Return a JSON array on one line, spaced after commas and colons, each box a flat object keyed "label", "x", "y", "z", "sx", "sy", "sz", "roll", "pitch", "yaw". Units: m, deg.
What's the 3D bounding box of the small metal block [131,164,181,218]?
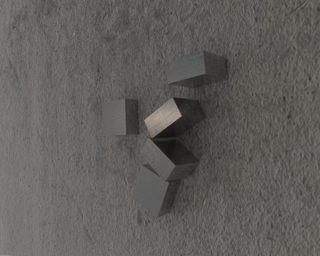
[{"label": "small metal block", "x": -0.006, "y": 0.081, "z": 0.410, "sx": 0.050, "sy": 0.025, "sz": 0.050, "roll": 28, "pitch": 107, "yaw": 36}]

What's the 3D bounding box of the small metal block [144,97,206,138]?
[{"label": "small metal block", "x": 0.018, "y": -0.011, "z": 0.373, "sx": 0.050, "sy": 0.050, "sz": 0.025, "roll": -37, "pitch": 67, "yaw": 34}]

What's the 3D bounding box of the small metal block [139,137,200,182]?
[{"label": "small metal block", "x": 0.012, "y": 0.036, "z": 0.379, "sx": 0.050, "sy": 0.050, "sz": 0.025, "roll": 45, "pitch": 117, "yaw": 31}]

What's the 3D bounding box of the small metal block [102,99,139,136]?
[{"label": "small metal block", "x": -0.059, "y": -0.015, "z": 0.454, "sx": 0.050, "sy": 0.025, "sz": 0.050, "roll": -3, "pitch": 88, "yaw": 40}]

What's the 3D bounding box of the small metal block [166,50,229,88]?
[{"label": "small metal block", "x": 0.043, "y": -0.065, "z": 0.353, "sx": 0.050, "sy": 0.050, "sz": 0.025, "roll": -9, "pitch": 84, "yaw": 39}]
